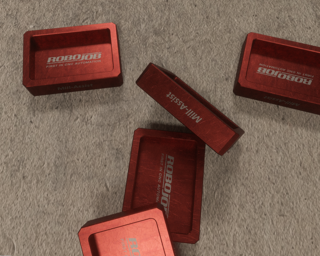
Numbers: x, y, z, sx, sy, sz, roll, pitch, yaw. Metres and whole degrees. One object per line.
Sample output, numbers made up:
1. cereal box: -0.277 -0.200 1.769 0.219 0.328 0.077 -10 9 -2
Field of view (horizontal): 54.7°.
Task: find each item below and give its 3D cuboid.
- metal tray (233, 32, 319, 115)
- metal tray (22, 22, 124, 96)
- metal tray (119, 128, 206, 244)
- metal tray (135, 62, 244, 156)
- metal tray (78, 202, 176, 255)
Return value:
1. metal tray: 0.177 -0.077 0.435 0.131 0.030 0.090 14 70 4
2. metal tray: -0.122 -0.098 0.439 0.131 0.030 0.090 -7 70 -3
3. metal tray: 0.006 0.069 0.380 0.091 0.030 0.130 6 70 2
4. metal tray: 0.041 -0.024 0.381 0.130 0.090 0.030 41 104 13
5. metal tray: -0.024 0.154 0.326 0.091 0.030 0.129 -15 86 0
